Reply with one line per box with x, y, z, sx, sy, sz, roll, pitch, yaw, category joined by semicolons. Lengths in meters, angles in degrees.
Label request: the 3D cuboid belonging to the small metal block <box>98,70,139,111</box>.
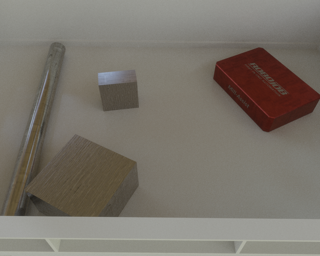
-0.057;-0.052;0.432;0.050;0.050;0.025;-7;51;-6;small metal block

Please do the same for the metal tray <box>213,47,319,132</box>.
0.152;-0.061;0.456;0.091;0.030;0.130;-22;54;-18;metal tray

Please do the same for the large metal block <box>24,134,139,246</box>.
-0.079;0.064;0.334;0.080;0.050;0.080;23;53;17;large metal block

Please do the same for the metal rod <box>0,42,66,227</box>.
-0.162;-0.017;0.416;0.025;0.025;0.300;-2;50;-2;metal rod
